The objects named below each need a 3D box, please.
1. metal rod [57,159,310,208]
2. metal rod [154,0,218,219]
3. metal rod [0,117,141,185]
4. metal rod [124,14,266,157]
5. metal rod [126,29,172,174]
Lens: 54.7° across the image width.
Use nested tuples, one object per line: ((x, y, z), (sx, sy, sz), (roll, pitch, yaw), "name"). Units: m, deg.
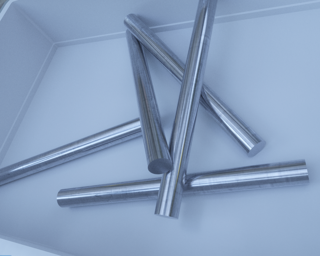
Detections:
((0.007, 0.068, 0.359), (0.300, 0.025, 0.025), (-11, 57, 22), "metal rod")
((0.037, -0.046, 0.370), (0.025, 0.025, 0.299), (1, 66, 28), "metal rod")
((-0.140, 0.038, 0.456), (0.301, 0.025, 0.025), (-20, 54, 16), "metal rod")
((0.029, -0.075, 0.419), (0.025, 0.025, 0.300), (-39, 56, 2), "metal rod")
((-0.023, -0.061, 0.421), (0.025, 0.025, 0.300), (-26, 42, 12), "metal rod")
